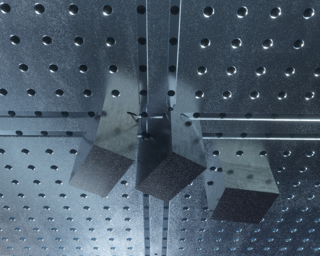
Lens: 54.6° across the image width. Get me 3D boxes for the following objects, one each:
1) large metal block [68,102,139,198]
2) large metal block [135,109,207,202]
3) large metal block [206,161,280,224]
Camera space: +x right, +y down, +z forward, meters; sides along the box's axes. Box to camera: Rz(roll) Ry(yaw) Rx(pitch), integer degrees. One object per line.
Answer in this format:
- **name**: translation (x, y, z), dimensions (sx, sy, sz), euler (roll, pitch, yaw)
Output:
- **large metal block**: translation (-0.071, 0.028, 0.398), dimensions (0.050, 0.080, 0.080), euler (25, 126, -20)
- **large metal block**: translation (0.012, 0.036, 0.406), dimensions (0.050, 0.080, 0.080), euler (27, 125, -21)
- **large metal block**: translation (0.125, 0.102, 0.483), dimensions (0.080, 0.050, 0.079), euler (8, 130, -7)
